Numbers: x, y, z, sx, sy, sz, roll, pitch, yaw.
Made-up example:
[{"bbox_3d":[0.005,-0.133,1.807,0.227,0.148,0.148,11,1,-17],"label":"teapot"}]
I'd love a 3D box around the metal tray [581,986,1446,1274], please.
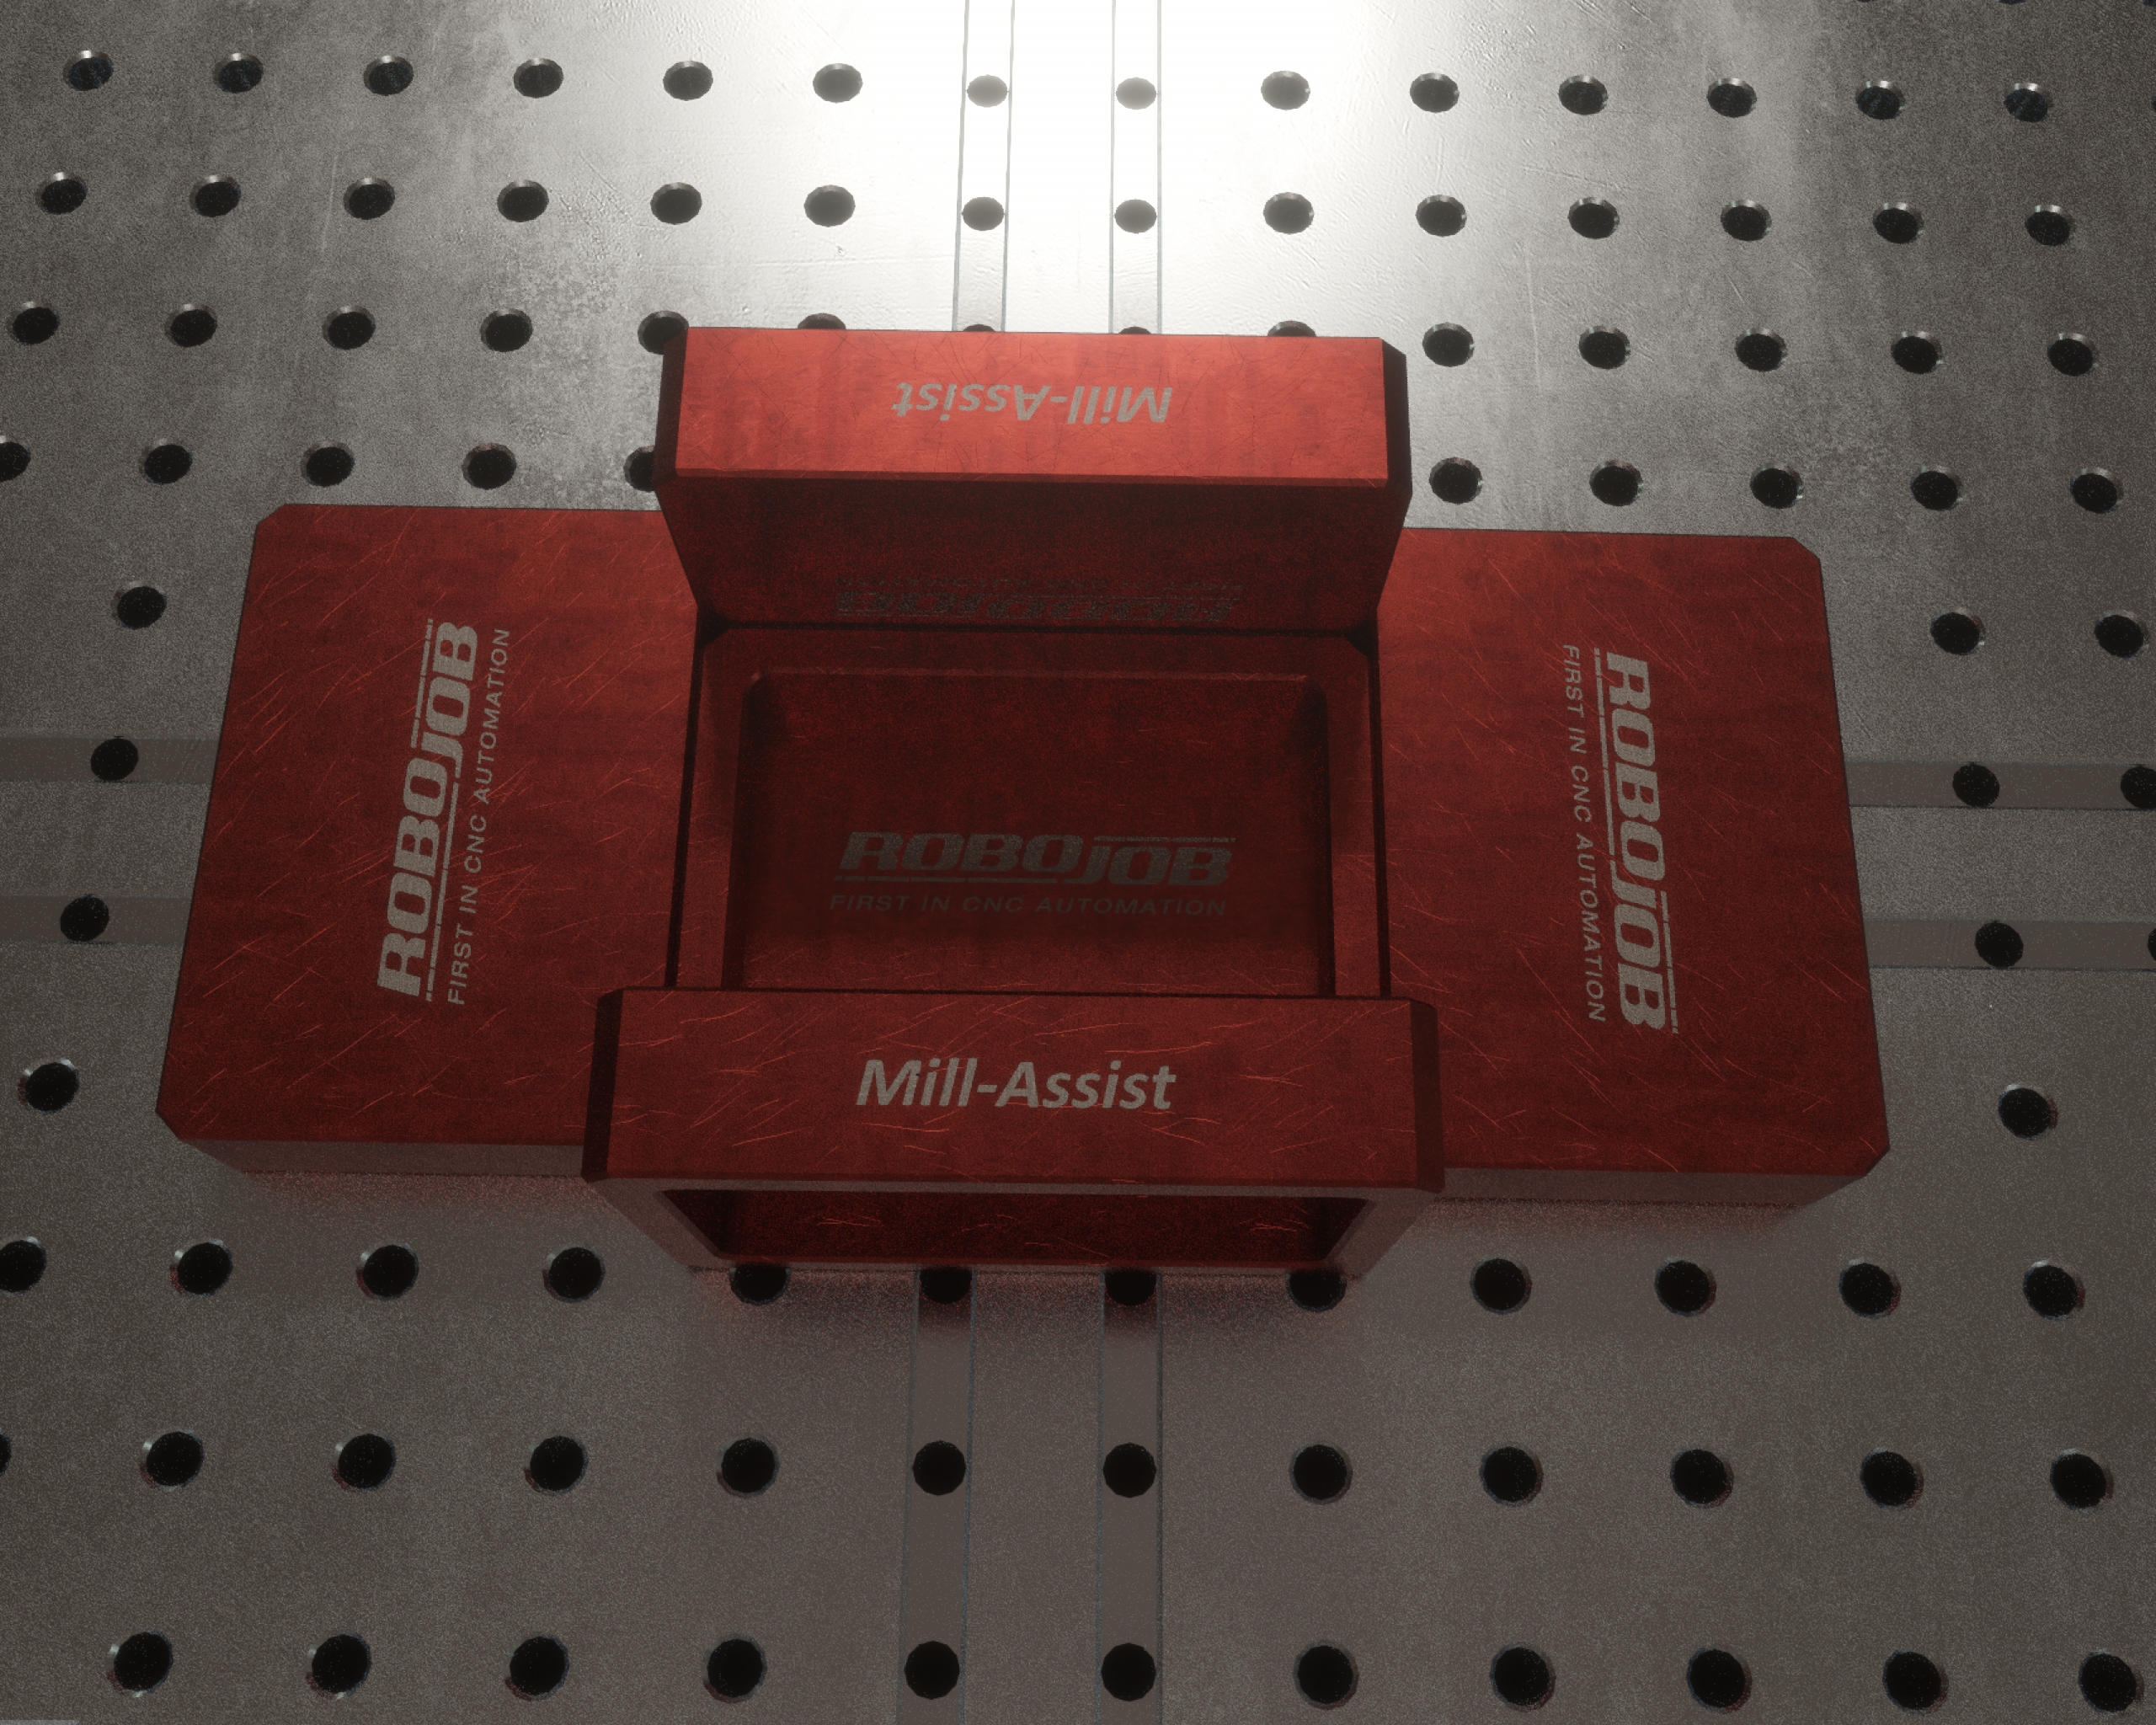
[{"bbox_3d":[-0.010,0.049,0.358,0.131,0.090,0.030,1,70,0],"label":"metal tray"}]

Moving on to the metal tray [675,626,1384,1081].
[{"bbox_3d":[-0.009,0.001,0.406,0.131,0.030,0.090,1,70,0],"label":"metal tray"}]

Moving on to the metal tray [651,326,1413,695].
[{"bbox_3d":[-0.008,-0.064,0.400,0.131,0.090,0.030,1,70,0],"label":"metal tray"}]

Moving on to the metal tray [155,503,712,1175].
[{"bbox_3d":[-0.120,-0.006,0.409,0.091,0.030,0.130,1,70,0],"label":"metal tray"}]

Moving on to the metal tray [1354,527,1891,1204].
[{"bbox_3d":[0.102,-0.001,0.409,0.091,0.030,0.130,1,70,-1],"label":"metal tray"}]
